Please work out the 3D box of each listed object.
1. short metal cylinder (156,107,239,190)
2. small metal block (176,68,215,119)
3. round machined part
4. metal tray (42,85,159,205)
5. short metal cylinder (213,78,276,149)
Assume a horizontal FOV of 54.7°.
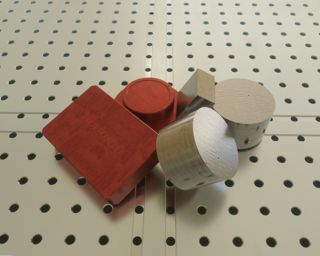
[{"bbox_3d":[0.042,0.023,0.339,0.050,0.080,0.080,-26,38,37],"label":"short metal cylinder"},{"bbox_3d":[0.045,-0.039,0.395,0.025,0.050,0.050,23,47,-18],"label":"small metal block"},{"bbox_3d":[-0.015,-0.031,0.417,0.099,0.042,0.098,0,50,0],"label":"round machined part"},{"bbox_3d":[-0.067,0.015,0.371,0.130,0.030,0.090,38,74,27],"label":"metal tray"},{"bbox_3d":[0.102,-0.019,0.404,0.081,0.050,0.080,0,50,0],"label":"short metal cylinder"}]
